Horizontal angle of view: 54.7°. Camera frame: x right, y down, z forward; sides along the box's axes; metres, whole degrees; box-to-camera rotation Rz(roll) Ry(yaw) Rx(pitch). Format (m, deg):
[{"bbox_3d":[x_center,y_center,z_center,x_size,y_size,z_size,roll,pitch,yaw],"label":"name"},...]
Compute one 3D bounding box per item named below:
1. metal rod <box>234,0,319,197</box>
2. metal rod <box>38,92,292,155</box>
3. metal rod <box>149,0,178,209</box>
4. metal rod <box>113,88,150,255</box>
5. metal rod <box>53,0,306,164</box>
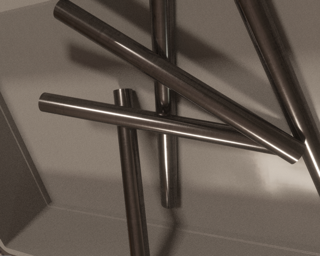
[{"bbox_3d":[0.140,-0.020,0.321,0.025,0.025,0.299,-19,109,35],"label":"metal rod"},{"bbox_3d":[-0.002,-0.006,0.370,0.301,0.025,0.025,10,124,9],"label":"metal rod"},{"bbox_3d":[0.007,-0.015,0.394,0.025,0.025,0.298,11,123,22],"label":"metal rod"},{"bbox_3d":[-0.033,0.099,0.401,0.025,0.025,0.298,-7,88,31],"label":"metal rod"},{"bbox_3d":[0.016,-0.053,0.333,0.301,0.025,0.025,32,128,5],"label":"metal rod"}]
